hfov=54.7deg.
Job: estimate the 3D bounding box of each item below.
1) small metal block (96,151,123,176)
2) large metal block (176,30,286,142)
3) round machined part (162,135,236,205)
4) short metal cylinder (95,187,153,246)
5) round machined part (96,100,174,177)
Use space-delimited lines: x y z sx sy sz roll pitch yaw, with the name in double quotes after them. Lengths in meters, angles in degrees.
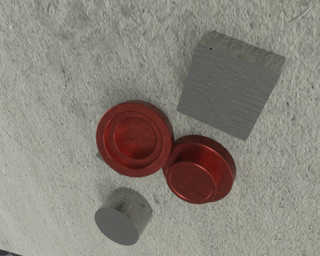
-0.060 0.036 0.459 0.050 0.025 0.050 39 129 1 "small metal block"
0.072 -0.045 0.324 0.080 0.050 0.079 25 127 12 "large metal block"
0.047 0.061 0.408 0.098 0.042 0.097 13 124 20 "round machined part"
-0.059 0.145 0.510 0.080 0.050 0.079 13 124 20 "short metal cylinder"
-0.030 0.011 0.404 0.098 0.042 0.097 3 105 13 "round machined part"
